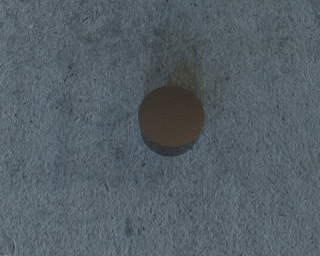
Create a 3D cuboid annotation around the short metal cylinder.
[{"bbox_3d":[0.014,-0.008,0.399,0.081,0.050,0.080,0,70,0],"label":"short metal cylinder"}]
